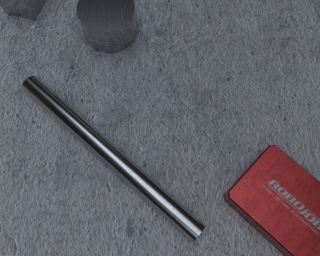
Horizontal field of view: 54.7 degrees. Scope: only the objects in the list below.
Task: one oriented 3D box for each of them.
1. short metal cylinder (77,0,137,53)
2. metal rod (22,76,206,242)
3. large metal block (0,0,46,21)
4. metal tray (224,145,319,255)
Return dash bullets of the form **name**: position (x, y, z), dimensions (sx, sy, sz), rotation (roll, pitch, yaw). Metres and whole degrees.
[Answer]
- **short metal cylinder**: position (-0.075, -0.158, 0.452), dimensions (0.081, 0.050, 0.080), rotation (0, 70, 0)
- **metal rod**: position (-0.067, 0.031, 0.396), dimensions (0.300, 0.025, 0.025), rotation (40, 75, 13)
- **large metal block**: position (-0.206, -0.222, 0.459), dimensions (0.050, 0.080, 0.080), rotation (16, 71, 5)
- **metal tray**: position (0.155, 0.095, 0.372), dimensions (0.130, 0.030, 0.090), rotation (42, 75, 14)
